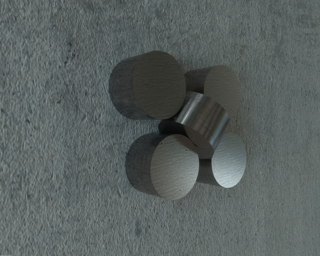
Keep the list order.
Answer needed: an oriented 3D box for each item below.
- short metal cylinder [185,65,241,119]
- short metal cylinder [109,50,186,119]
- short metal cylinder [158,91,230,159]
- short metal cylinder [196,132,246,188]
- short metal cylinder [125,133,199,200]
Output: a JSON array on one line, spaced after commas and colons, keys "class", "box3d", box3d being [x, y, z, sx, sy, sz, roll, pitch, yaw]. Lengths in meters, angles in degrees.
[{"class": "short metal cylinder", "box3d": [0.072, -0.048, 0.450, 0.081, 0.050, 0.079, 0, 90, -40]}, {"class": "short metal cylinder", "box3d": [-0.015, -0.050, 0.378, 0.081, 0.050, 0.079, 0, 90, -40]}, {"class": "short metal cylinder", "box3d": [0.045, -0.003, 0.411, 0.080, 0.080, 0.050, 47, 62, -30]}, {"class": "short metal cylinder", "box3d": [0.084, 0.045, 0.462, 0.081, 0.050, 0.079, 0, 90, -40]}, {"class": "short metal cylinder", "box3d": [0.004, 0.047, 0.394, 0.081, 0.050, 0.079, 0, 90, -40]}]
